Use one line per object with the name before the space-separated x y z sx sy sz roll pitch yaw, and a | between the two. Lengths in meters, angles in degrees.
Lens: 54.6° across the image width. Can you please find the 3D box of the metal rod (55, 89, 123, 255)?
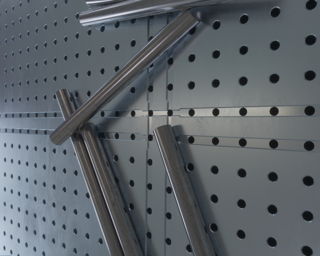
metal rod | -0.116 0.066 0.506 0.025 0.025 0.299 -38 67 34

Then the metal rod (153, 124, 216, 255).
metal rod | 0.048 0.137 0.370 0.025 0.025 0.299 -30 72 36

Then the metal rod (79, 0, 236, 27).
metal rod | -0.018 -0.160 0.406 0.300 0.025 0.025 11 97 45

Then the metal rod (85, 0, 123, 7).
metal rod | 0.002 -0.179 0.408 0.300 0.025 0.025 15 99 39

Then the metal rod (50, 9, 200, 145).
metal rod | -0.066 -0.060 0.447 0.299 0.025 0.025 -36 68 28

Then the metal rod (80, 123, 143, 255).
metal rod | -0.062 0.126 0.461 0.025 0.025 0.299 -37 67 34
